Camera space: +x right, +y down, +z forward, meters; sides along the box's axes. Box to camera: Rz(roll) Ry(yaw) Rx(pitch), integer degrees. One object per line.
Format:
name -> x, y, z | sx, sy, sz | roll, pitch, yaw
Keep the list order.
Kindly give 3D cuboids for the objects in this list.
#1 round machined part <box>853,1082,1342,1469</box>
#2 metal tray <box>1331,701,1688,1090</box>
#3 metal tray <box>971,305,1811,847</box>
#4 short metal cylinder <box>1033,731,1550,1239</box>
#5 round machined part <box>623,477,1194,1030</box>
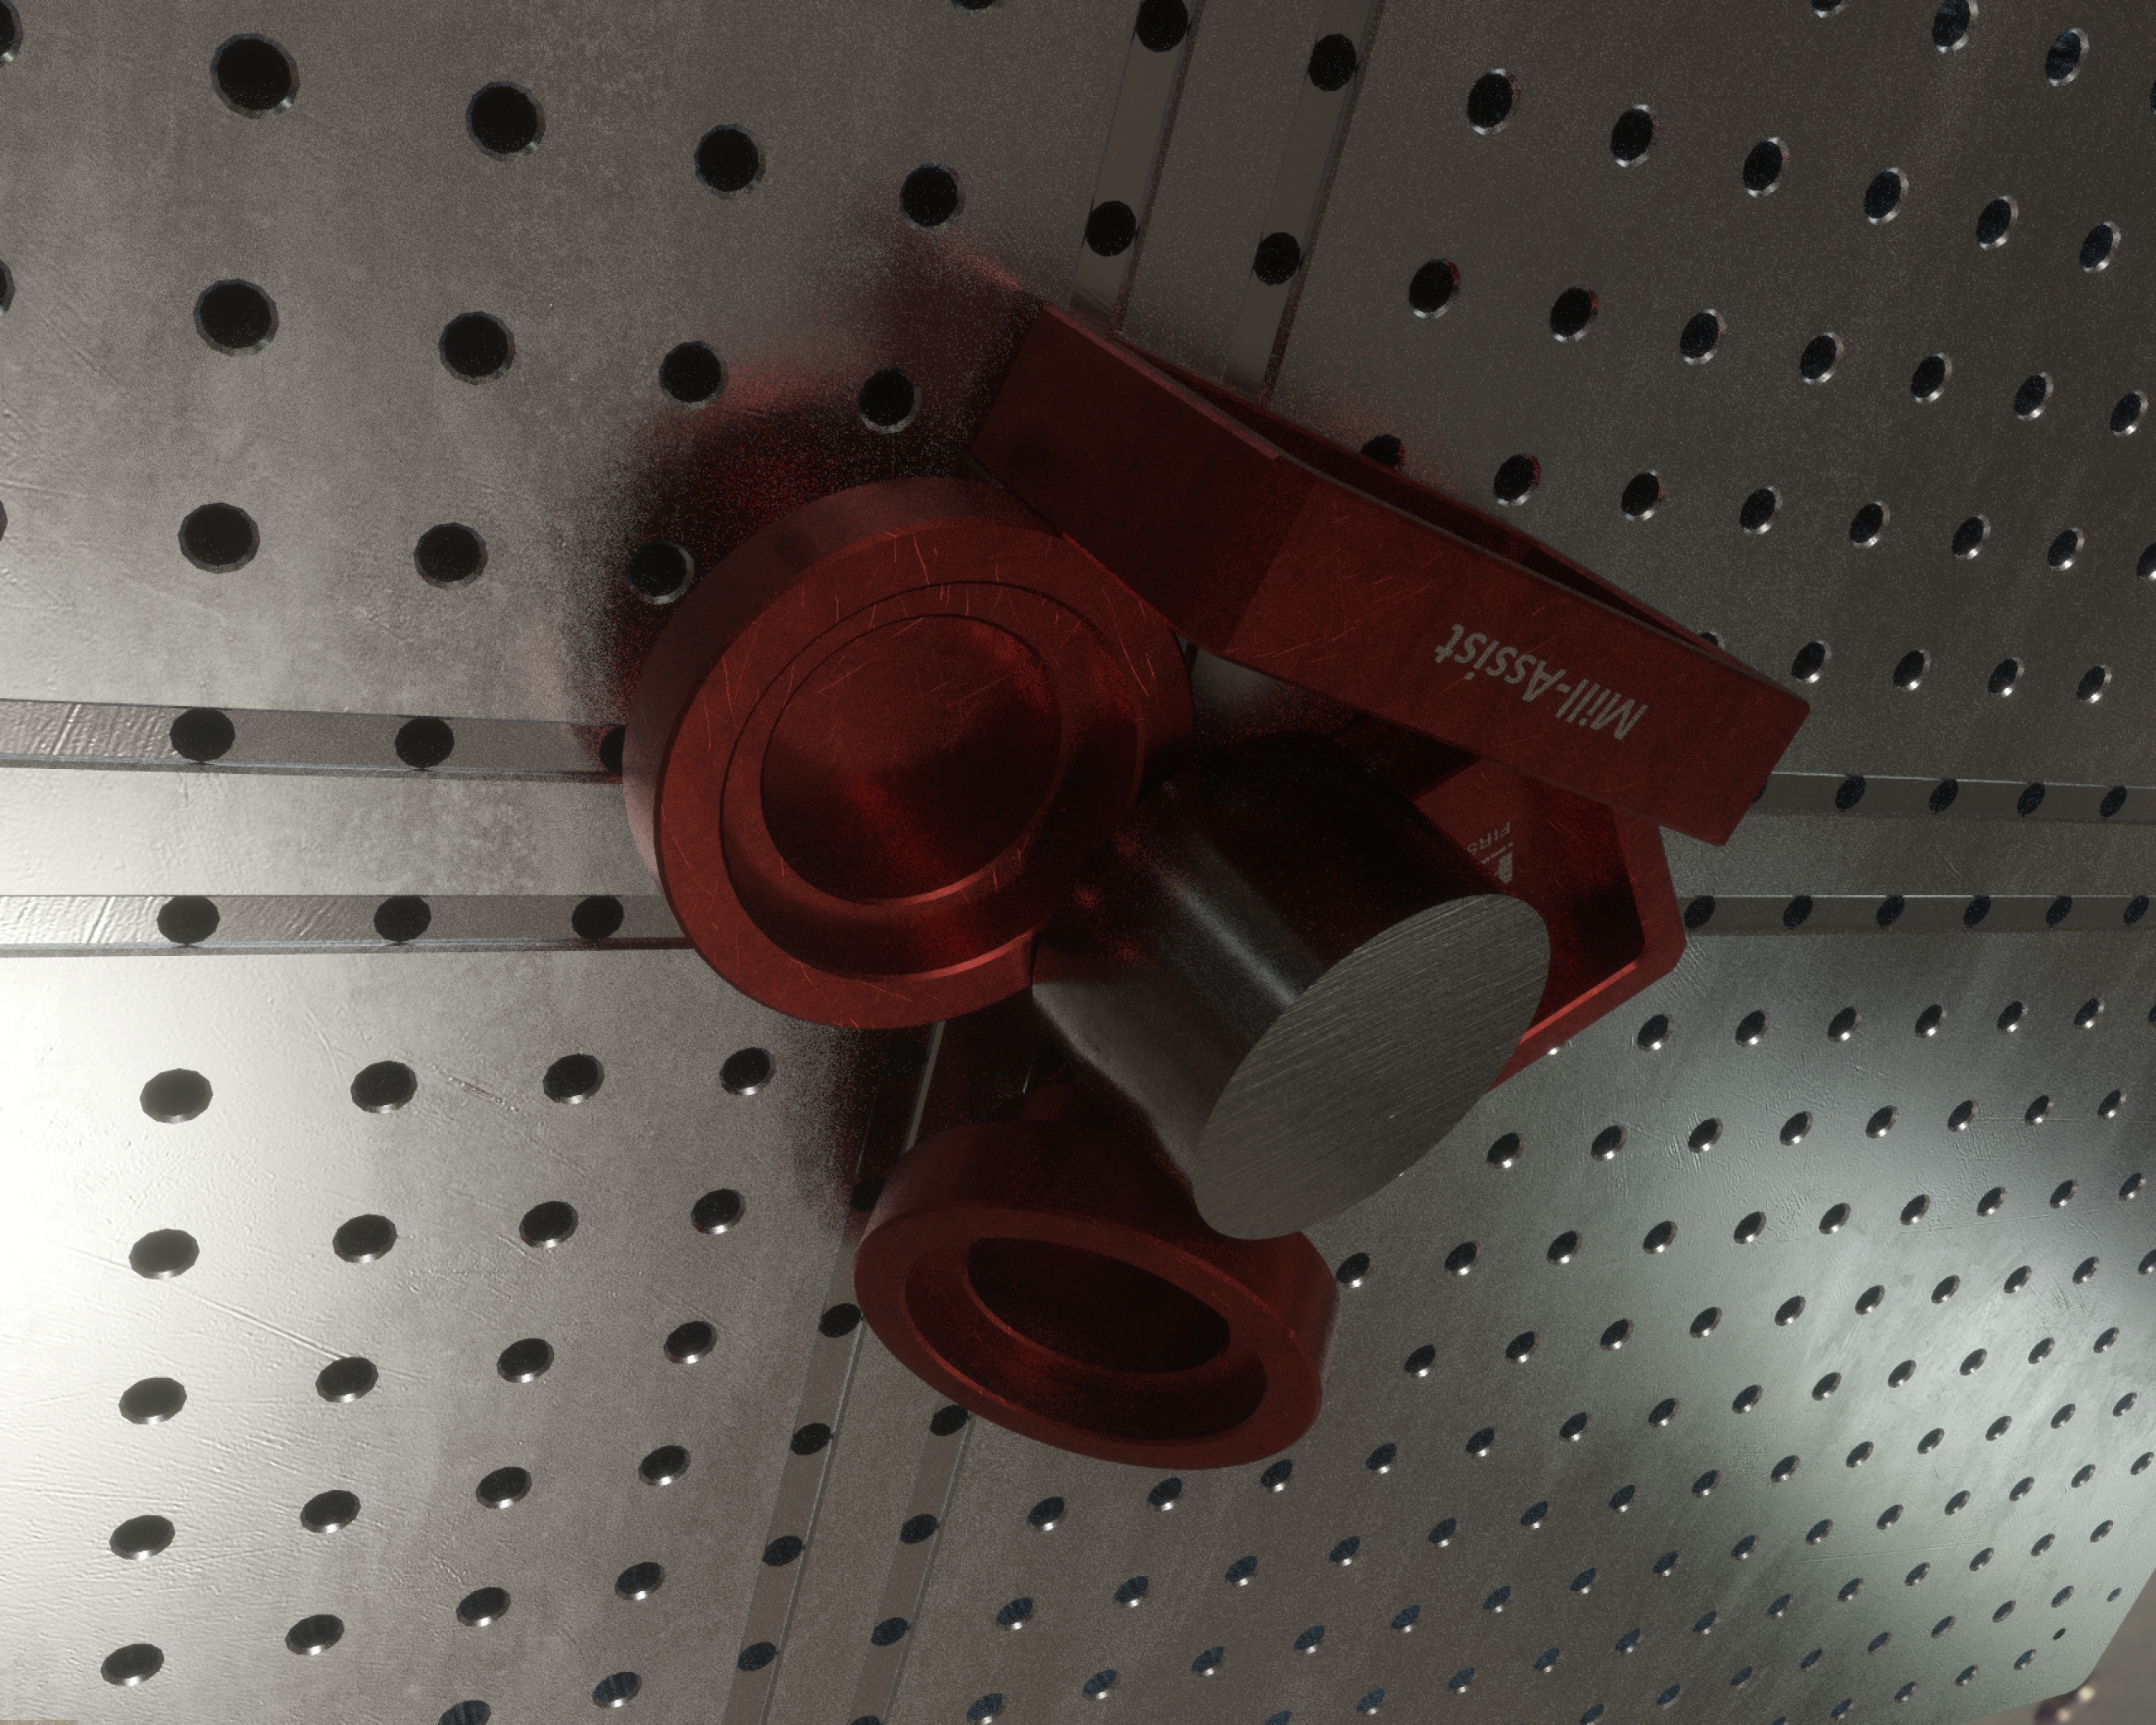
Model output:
round machined part -> 0.007, 0.083, 0.434 | 0.098, 0.042, 0.097 | 12, 139, 11
metal tray -> 0.066, 0.018, 0.456 | 0.131, 0.030, 0.090 | -32, 129, -8
metal tray -> 0.056, -0.050, 0.370 | 0.131, 0.090, 0.030 | 16, 110, -35
short metal cylinder -> 0.039, 0.023, 0.384 | 0.081, 0.050, 0.080 | -26, 141, -23
round machined part -> -0.032, -0.022, 0.370 | 0.099, 0.042, 0.097 | -14, 125, -21
